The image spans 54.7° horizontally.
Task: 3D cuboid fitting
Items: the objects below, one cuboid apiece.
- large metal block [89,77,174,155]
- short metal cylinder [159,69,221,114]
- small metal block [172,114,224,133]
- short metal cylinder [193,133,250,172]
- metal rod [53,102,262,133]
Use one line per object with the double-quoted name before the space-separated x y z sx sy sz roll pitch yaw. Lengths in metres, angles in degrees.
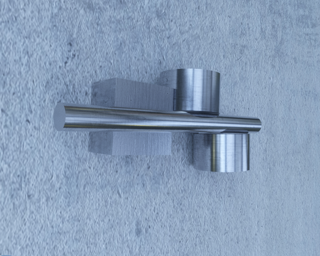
"large metal block" -0.032 -0.010 0.360 0.081 0.050 0.080 4 88 -40
"short metal cylinder" 0.039 -0.045 0.406 0.081 0.080 0.050 3 89 -40
"small metal block" 0.053 -0.005 0.435 0.050 0.050 0.025 1 89 -40
"short metal cylinder" 0.088 0.033 0.446 0.081 0.080 0.050 0 91 -40
"metal rod" 0.027 -0.007 0.365 0.302 0.025 0.025 1 89 -41
